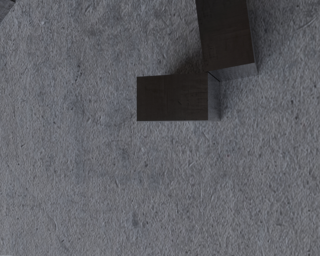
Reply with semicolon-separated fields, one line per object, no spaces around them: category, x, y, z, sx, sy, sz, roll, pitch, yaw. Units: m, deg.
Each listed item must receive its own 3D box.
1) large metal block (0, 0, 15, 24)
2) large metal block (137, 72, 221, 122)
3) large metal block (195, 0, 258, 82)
large metal block;-0.293;-0.216;0.483;0.050;0.080;0.080;-45;76;14
large metal block;0.026;-0.033;0.371;0.080;0.080;0.050;0;90;20
large metal block;0.079;-0.101;0.352;0.050;0.080;0.080;-8;88;20
